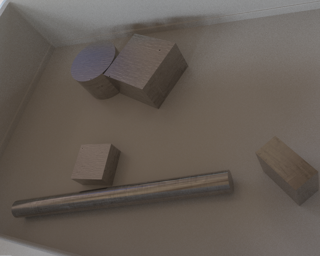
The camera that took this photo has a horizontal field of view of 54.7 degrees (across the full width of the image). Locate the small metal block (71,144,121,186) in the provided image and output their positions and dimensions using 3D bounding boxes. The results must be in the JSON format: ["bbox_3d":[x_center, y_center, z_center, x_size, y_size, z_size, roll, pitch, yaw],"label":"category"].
[{"bbox_3d":[-0.086,0.050,0.419,0.050,0.025,0.050,-3,60,26],"label":"small metal block"}]

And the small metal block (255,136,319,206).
[{"bbox_3d":[0.123,0.042,0.299,0.025,0.050,0.050,-40,51,1],"label":"small metal block"}]

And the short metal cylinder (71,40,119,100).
[{"bbox_3d":[-0.093,-0.092,0.493,0.080,0.050,0.080,-13,56,20],"label":"short metal cylinder"}]

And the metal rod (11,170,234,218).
[{"bbox_3d":[-0.062,0.086,0.383,0.301,0.025,0.025,-12,57,21],"label":"metal rod"}]

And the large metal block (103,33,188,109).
[{"bbox_3d":[-0.020,-0.084,0.450,0.080,0.050,0.080,25,75,36],"label":"large metal block"}]
